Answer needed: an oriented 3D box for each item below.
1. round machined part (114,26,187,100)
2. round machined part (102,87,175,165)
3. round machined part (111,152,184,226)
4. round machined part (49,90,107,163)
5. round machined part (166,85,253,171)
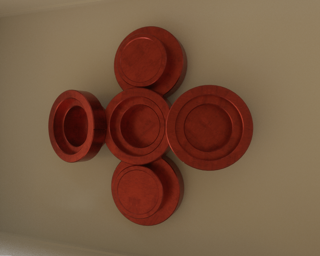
[{"bbox_3d":[-0.017,-0.085,0.406,0.098,0.042,0.097,0,90,20],"label":"round machined part"},{"bbox_3d":[-0.023,-0.002,0.407,0.098,0.042,0.097,0,90,20],"label":"round machined part"},{"bbox_3d":[-0.021,0.080,0.407,0.098,0.042,0.097,0,90,20],"label":"round machined part"},{"bbox_3d":[-0.108,-0.002,0.429,0.098,0.042,0.097,0,90,37],"label":"round machined part"},{"bbox_3d":[0.057,0.000,0.371,0.099,0.042,0.097,0,90,3],"label":"round machined part"}]
